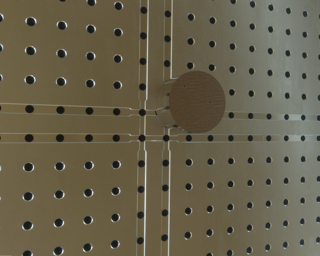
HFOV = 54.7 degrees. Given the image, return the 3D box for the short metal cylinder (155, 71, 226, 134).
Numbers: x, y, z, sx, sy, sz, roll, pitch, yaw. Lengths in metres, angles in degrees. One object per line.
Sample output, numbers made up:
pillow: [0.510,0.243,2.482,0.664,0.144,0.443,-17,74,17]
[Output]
short metal cylinder: [0.040,-0.033,0.415,0.081,0.050,0.079,0,90,-21]
